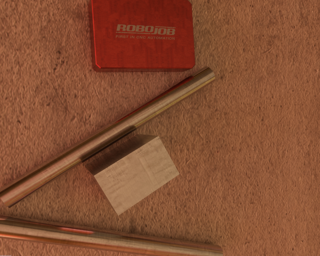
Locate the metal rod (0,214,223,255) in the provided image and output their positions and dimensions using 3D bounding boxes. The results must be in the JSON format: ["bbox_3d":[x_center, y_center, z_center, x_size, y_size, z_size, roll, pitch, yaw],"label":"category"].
[{"bbox_3d":[-0.054,0.143,0.389,0.302,0.025,0.025,15,85,-20],"label":"metal rod"}]

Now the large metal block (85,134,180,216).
[{"bbox_3d":[-0.036,0.050,0.367,0.080,0.080,0.050,-31,101,-18],"label":"large metal block"}]

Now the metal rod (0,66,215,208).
[{"bbox_3d":[-0.052,0.001,0.390,0.302,0.025,0.025,-32,101,-17],"label":"metal rod"}]

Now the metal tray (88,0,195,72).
[{"bbox_3d":[-0.022,-0.119,0.399,0.131,0.030,0.089,-4,92,-20],"label":"metal tray"}]
